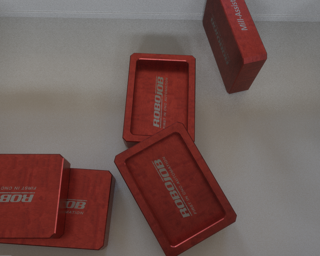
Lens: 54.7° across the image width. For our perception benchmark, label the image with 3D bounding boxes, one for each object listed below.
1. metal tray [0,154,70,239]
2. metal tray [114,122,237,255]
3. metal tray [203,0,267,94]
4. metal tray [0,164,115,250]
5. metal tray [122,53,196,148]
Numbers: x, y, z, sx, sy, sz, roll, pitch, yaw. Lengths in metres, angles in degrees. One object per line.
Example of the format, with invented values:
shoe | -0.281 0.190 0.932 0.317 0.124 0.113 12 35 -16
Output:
metal tray | -0.173 0.076 0.345 0.131 0.030 0.090 0 70 -1
metal tray | 0.017 0.069 0.362 0.090 0.030 0.130 -29 84 -3
metal tray | 0.096 -0.123 0.421 0.030 0.090 0.130 -13 71 -5
metal tray | -0.125 0.094 0.371 0.131 0.030 0.090 4 70 1
metal tray | 0.001 -0.037 0.420 0.091 0.030 0.130 3 70 0
